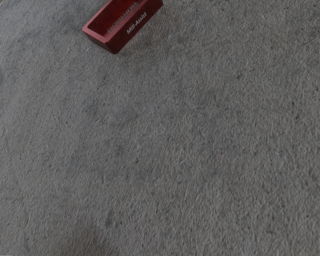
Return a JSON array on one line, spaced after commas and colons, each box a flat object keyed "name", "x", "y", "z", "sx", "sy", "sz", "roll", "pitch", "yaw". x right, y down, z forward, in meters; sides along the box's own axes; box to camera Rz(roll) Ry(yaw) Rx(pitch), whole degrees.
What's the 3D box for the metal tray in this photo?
[{"name": "metal tray", "x": -0.069, "y": -0.201, "z": 0.560, "sx": 0.130, "sy": 0.030, "sz": 0.090, "roll": -48, "pitch": 51, "yaw": -6}]
